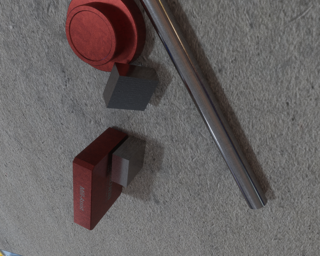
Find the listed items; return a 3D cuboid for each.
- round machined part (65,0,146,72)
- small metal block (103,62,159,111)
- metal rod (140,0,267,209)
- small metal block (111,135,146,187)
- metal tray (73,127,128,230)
[{"bbox_3d":[-0.070,-0.112,0.362,0.098,0.042,0.097,13,124,20],"label":"round machined part"},{"bbox_3d":[-0.036,-0.049,0.376,0.050,0.050,0.025,-60,39,39],"label":"small metal block"},{"bbox_3d":[0.054,-0.028,0.359,0.025,0.025,0.299,-19,109,35],"label":"metal rod"},{"bbox_3d":[-0.045,0.047,0.441,0.025,0.050,0.050,20,126,16],"label":"small metal block"},{"bbox_3d":[-0.087,0.074,0.454,0.030,0.090,0.129,21,126,15],"label":"metal tray"}]
